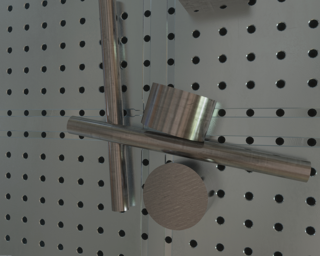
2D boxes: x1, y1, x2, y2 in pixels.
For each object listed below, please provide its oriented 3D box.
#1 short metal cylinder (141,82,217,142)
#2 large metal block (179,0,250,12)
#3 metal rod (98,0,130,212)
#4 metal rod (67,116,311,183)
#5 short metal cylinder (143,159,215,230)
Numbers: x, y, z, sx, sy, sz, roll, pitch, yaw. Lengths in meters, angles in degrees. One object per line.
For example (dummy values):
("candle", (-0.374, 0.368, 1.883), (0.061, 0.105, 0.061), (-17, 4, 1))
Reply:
("short metal cylinder", (0.023, -0.020, 0.375), (0.080, 0.080, 0.050), (19, 96, 19))
("large metal block", (0.065, -0.195, 0.376), (0.080, 0.050, 0.080), (-1, 90, 20))
("metal rod", (-0.064, -0.035, 0.435), (0.025, 0.025, 0.298), (-4, 89, 20))
("metal rod", (0.024, 0.023, 0.387), (0.301, 0.025, 0.025), (11, 94, 13))
("short metal cylinder", (0.025, 0.081, 0.390), (0.080, 0.050, 0.079), (0, 90, 20))
